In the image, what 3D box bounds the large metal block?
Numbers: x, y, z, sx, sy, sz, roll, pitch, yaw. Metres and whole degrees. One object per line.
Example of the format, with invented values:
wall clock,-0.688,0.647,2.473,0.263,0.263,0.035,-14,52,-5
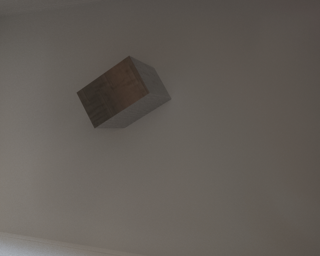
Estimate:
large metal block,-0.042,-0.041,0.395,0.080,0.080,0.050,-31,80,17
